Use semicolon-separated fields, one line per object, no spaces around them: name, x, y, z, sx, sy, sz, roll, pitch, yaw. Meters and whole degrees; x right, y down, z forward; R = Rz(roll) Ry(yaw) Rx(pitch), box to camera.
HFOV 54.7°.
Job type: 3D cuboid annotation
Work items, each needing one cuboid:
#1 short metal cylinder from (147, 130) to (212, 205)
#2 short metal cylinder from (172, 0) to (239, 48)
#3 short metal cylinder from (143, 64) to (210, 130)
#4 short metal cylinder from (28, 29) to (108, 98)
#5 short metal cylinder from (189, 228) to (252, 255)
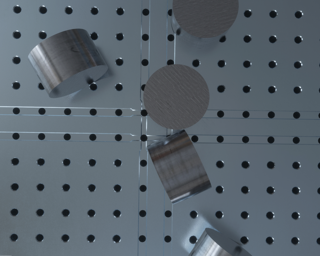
short metal cylinder;0.024;0.048;0.386;0.050;0.080;0.080;-25;90;0
short metal cylinder;0.056;-0.149;0.401;0.081;0.050;0.079;0;90;0
short metal cylinder;0.020;-0.038;0.401;0.081;0.050;0.079;0;90;0
short metal cylinder;-0.113;-0.079;0.385;0.080;0.080;0.050;-30;90;0
short metal cylinder;0.078;0.170;0.387;0.080;0.080;0.050;32;90;0
